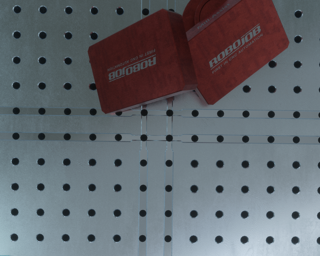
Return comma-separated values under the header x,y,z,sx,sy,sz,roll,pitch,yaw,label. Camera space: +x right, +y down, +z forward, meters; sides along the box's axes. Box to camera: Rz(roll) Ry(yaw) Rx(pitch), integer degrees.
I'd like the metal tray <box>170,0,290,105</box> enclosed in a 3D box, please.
x,y,z,sx,sy,sz,roll,pitch,yaw,label
0.088,-0.102,0.388,0.130,0.030,0.090,-38,121,2,metal tray

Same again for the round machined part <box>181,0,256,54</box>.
x,y,z,sx,sy,sz,roll,pitch,yaw,label
0.077,-0.136,0.405,0.099,0.042,0.097,0,90,0,round machined part

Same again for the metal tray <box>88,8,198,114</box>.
x,y,z,sx,sy,sz,roll,pitch,yaw,label
-0.026,-0.074,0.374,0.130,0.030,0.089,-13,90,37,metal tray
